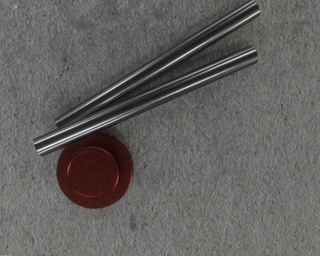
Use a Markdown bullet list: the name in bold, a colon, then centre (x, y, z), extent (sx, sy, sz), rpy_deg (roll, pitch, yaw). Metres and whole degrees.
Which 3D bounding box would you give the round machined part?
- **round machined part**: centre (-0.085, 0.057, 0.401), extent (0.099, 0.042, 0.097), rpy_deg (0, 90, 0)

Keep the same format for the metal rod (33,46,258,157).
- **metal rod**: centre (-0.014, -0.037, 0.398), extent (0.302, 0.025, 0.025), rpy_deg (-24, 90, -5)

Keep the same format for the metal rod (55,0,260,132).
- **metal rod**: centre (-0.003, -0.080, 0.409), extent (0.301, 0.025, 0.025), rpy_deg (-32, 90, 0)
